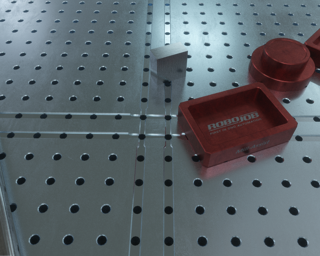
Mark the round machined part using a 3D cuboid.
[{"bbox_3d":[0.194,-0.106,0.488,0.099,0.042,0.098,0,50,0],"label":"round machined part"}]

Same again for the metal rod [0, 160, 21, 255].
[{"bbox_3d":[-0.200,0.048,0.364,0.025,0.025,0.300,-21,53,-17],"label":"metal rod"}]

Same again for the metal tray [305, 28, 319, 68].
[{"bbox_3d":[0.312,-0.120,0.509,0.130,0.030,0.090,35,58,25],"label":"metal tray"}]

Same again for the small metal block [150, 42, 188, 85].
[{"bbox_3d":[0.013,-0.099,0.474,0.050,0.050,0.025,-19,53,-16],"label":"small metal block"}]

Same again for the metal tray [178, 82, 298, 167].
[{"bbox_3d":[0.100,-0.009,0.412,0.131,0.030,0.090,-16,52,-14],"label":"metal tray"}]
